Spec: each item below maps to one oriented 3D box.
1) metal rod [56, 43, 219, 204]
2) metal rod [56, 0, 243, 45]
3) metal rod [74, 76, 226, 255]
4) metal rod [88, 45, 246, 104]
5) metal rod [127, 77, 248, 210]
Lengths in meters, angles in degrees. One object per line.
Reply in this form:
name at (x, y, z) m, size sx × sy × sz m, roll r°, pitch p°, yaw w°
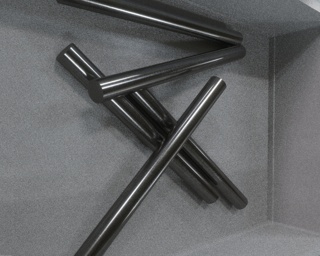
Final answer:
metal rod at (-0.010, 0.013, 0.399) m, size 0.300 × 0.025 × 0.025 m, roll 46°, pitch 62°, yaw -31°
metal rod at (0.012, -0.144, 0.417) m, size 0.302 × 0.025 × 0.025 m, roll -1°, pitch 91°, yaw -40°
metal rod at (-0.009, 0.051, 0.374) m, size 0.300 × 0.025 × 0.025 m, roll -52°, pitch 121°, yaw -18°
metal rod at (0.034, -0.082, 0.416) m, size 0.302 × 0.025 × 0.025 m, roll -25°, pitch 106°, yaw -44°
metal rod at (0.047, 0.034, 0.448) m, size 0.300 × 0.025 × 0.025 m, roll 46°, pitch 62°, yaw -31°
